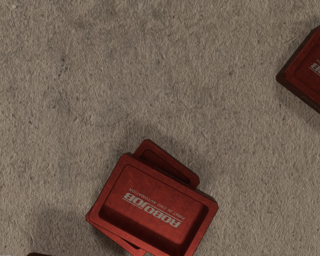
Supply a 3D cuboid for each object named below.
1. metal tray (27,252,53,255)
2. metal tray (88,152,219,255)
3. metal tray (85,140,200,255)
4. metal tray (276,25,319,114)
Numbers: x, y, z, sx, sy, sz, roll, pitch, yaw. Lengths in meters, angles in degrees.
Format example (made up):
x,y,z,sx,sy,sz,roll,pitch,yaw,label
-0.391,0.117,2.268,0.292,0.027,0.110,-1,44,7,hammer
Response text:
x,y,z,sx,sy,sz,roll,pitch,yaw,label
-0.114,0.195,0.376,0.131,0.090,0.030,11,90,-1,metal tray
-0.008,0.098,0.376,0.130,0.030,0.090,29,90,-1,metal tray
-0.022,0.090,0.407,0.090,0.030,0.130,37,90,-1,metal tray
0.235,-0.063,0.410,0.130,0.030,0.090,38,90,-1,metal tray
